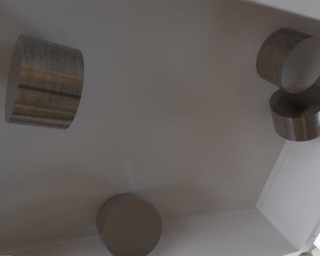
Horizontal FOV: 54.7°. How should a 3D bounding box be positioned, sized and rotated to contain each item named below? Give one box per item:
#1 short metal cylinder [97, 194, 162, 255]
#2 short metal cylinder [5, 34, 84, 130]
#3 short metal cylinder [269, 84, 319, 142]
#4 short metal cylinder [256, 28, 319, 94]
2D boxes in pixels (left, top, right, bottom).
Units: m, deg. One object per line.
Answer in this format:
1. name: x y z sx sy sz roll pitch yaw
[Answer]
1. short metal cylinder: -0.044 0.135 0.432 0.081 0.050 0.080 1 87 -22
2. short metal cylinder: -0.109 -0.041 0.289 0.050 0.080 0.079 9 114 -33
3. short metal cylinder: 0.215 -0.025 0.478 0.080 0.080 0.050 -33 129 -7
4. short metal cylinder: 0.185 -0.095 0.437 0.081 0.050 0.079 -14 125 -21
